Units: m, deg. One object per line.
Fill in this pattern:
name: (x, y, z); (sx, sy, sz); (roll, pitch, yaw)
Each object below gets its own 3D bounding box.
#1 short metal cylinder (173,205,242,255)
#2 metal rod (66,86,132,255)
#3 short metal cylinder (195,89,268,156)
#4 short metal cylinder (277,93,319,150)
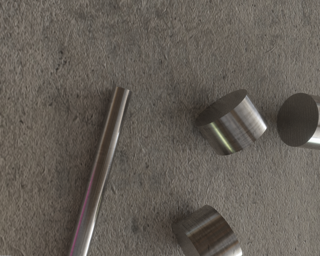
short metal cylinder: (0.060, 0.148, 0.402); (0.050, 0.080, 0.080); (-27, 99, -18)
metal rod: (-0.084, 0.096, 0.377); (0.025, 0.025, 0.299); (16, 85, -19)
short metal cylinder: (0.094, -0.008, 0.415); (0.080, 0.080, 0.050); (-41, 103, -15)
short metal cylinder: (0.223, -0.009, 0.462); (0.050, 0.080, 0.080); (8, 88, -20)
